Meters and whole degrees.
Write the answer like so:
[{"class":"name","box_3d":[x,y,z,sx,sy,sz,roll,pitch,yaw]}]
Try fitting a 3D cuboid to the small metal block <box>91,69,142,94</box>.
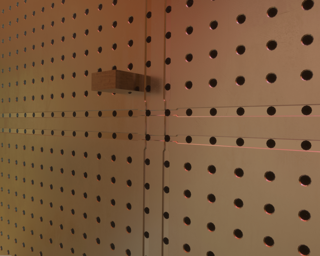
[{"class":"small metal block","box_3d":[-0.061,-0.065,0.442,0.050,0.050,0.025,1,91,39]}]
